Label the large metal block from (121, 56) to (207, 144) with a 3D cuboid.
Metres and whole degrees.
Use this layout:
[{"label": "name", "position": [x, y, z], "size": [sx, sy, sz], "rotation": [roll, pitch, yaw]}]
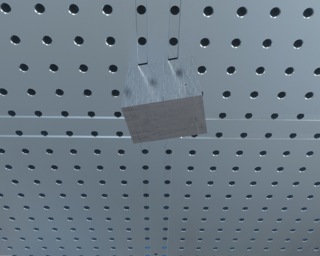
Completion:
[{"label": "large metal block", "position": [0.006, -0.033, 0.347], "size": [0.080, 0.080, 0.050], "rotation": [-8, 130, 7]}]
